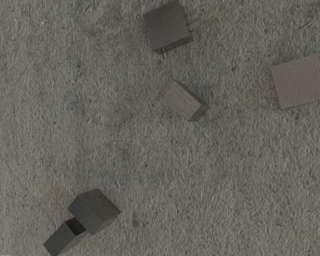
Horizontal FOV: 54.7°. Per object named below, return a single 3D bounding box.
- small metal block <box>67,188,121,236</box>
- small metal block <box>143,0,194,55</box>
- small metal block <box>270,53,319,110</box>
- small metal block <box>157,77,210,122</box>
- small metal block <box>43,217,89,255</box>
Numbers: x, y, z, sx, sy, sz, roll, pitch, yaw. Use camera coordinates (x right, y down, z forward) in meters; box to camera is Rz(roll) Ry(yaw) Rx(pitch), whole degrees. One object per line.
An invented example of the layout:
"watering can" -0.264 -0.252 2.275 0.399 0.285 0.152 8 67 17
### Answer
"small metal block" -0.089 0.114 0.427 0.050 0.050 0.025 41 103 15
"small metal block" 0.011 -0.131 0.405 0.050 0.025 0.050 -18 84 19
"small metal block" 0.158 -0.051 0.353 0.050 0.025 0.050 -15 85 19
"small metal block" 0.031 -0.034 0.385 0.050 0.050 0.025 44 104 14
"small metal block" -0.128 0.152 0.441 0.050 0.050 0.025 -46 76 14
